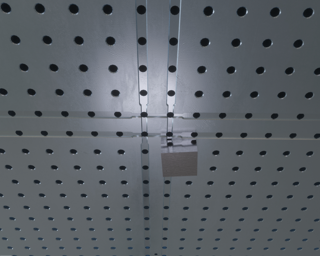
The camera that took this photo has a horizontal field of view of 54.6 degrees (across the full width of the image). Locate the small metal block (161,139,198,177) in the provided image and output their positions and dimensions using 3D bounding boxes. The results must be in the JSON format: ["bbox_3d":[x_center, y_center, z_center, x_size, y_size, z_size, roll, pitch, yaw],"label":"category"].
[{"bbox_3d":[0.028,0.044,0.449,0.050,0.025,0.050,-3,130,2],"label":"small metal block"}]
